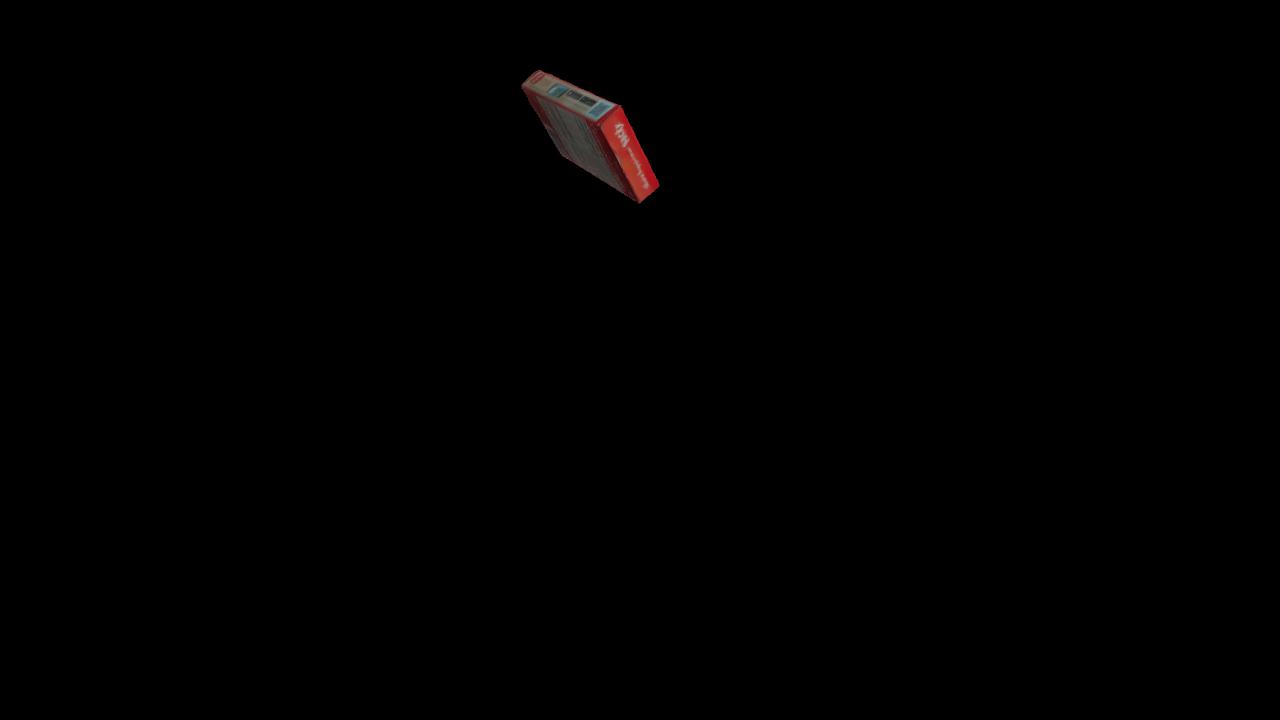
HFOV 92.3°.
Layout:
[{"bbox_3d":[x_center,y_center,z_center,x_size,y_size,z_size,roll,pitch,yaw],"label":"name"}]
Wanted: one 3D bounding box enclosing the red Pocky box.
[{"bbox_3d":[-0.046,-0.200,0.545,0.155,0.028,0.083,44,-9,43],"label":"red Pocky box"}]
